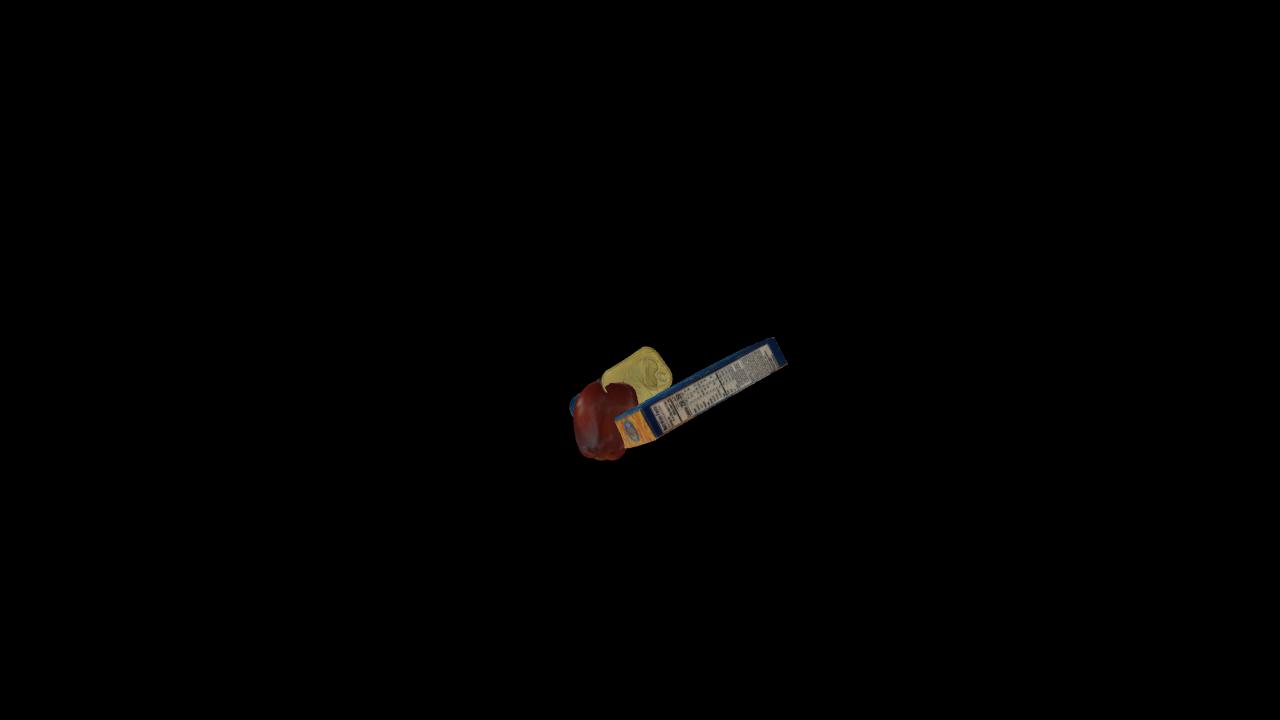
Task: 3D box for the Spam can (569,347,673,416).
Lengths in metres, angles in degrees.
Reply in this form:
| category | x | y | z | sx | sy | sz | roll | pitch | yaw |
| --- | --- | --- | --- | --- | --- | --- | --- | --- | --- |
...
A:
| category | x | y | z | sx | sy | sz | roll | pitch | yaw |
| --- | --- | --- | --- | --- | --- | --- | --- | --- | --- |
| Spam can | -0.024 | 0.038 | 0.730 | 0.101 | 0.058 | 0.085 | -33 | -1 | -43 |

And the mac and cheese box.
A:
| category | x | y | z | sx | sy | sz | roll | pitch | yaw |
| --- | --- | --- | --- | --- | --- | --- | --- | --- | --- |
| mac and cheese box | 0.065 | 0.035 | 0.671 | 0.184 | 0.041 | 0.093 | -27 | -1 | -25 |

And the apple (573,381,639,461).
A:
| category | x | y | z | sx | sy | sz | roll | pitch | yaw |
| --- | --- | --- | --- | --- | --- | --- | --- | --- | --- |
| apple | -0.038 | 0.066 | 0.693 | 0.079 | 0.093 | 0.079 | 3 | -22 | 1 |
